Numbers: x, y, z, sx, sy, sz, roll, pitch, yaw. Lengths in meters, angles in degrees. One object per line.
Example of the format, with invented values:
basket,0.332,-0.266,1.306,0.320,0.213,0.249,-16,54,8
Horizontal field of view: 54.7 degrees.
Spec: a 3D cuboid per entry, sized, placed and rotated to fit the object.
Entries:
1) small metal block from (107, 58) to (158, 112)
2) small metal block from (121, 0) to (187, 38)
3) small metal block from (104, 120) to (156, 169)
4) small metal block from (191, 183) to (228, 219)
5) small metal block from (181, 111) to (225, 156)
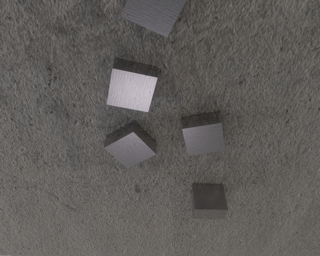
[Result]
small metal block,-0.033,-0.050,0.364,0.050,0.025,0.050,10,130,-9
small metal block,-0.005,-0.125,0.301,0.050,0.025,0.050,20,127,-17
small metal block,-0.040,0.023,0.427,0.050,0.025,0.050,-28,125,22
small metal block,0.077,0.115,0.490,0.050,0.050,0.025,2,130,-2
small metal block,0.058,0.008,0.414,0.050,0.025,0.050,-9,130,7
